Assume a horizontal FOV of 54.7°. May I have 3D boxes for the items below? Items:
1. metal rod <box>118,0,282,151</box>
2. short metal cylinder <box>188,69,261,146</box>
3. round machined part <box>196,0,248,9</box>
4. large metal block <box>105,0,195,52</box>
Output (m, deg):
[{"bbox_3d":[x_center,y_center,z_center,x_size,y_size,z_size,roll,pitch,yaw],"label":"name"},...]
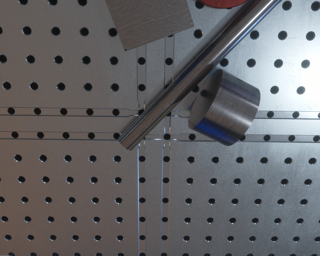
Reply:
[{"bbox_3d":[0.056,-0.081,0.384,0.025,0.025,0.299,42,104,-14],"label":"metal rod"},{"bbox_3d":[0.076,-0.025,0.376,0.050,0.080,0.080,26,108,-10],"label":"short metal cylinder"},{"bbox_3d":[0.072,-0.182,0.338,0.099,0.042,0.097,0,110,-1],"label":"round machined part"},{"bbox_3d":[-0.014,-0.141,0.348,0.080,0.050,0.080,-19,109,6],"label":"large metal block"}]
